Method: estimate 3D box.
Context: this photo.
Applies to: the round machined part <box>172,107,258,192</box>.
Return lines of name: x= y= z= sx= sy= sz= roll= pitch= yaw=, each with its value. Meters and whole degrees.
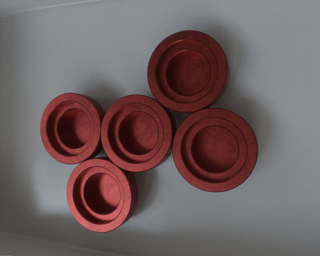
round machined part: x=0.068 y=0.025 z=0.375 sx=0.098 sy=0.042 sz=0.097 roll=0 pitch=90 yaw=20

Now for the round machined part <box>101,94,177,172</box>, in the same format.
round machined part: x=-0.024 y=0.007 z=0.406 sx=0.098 sy=0.042 sz=0.097 roll=0 pitch=90 yaw=20

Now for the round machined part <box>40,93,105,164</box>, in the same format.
round machined part: x=-0.116 y=0.001 z=0.440 sx=0.098 sy=0.042 sz=0.097 roll=0 pitch=90 yaw=20

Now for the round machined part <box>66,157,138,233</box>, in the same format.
round machined part: x=-0.074 y=0.088 z=0.424 sx=0.098 sy=0.042 sz=0.097 roll=0 pitch=90 yaw=20

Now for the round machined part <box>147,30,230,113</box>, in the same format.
round machined part: x=0.037 y=-0.067 z=0.386 sx=0.098 sy=0.042 sz=0.097 roll=0 pitch=90 yaw=20
